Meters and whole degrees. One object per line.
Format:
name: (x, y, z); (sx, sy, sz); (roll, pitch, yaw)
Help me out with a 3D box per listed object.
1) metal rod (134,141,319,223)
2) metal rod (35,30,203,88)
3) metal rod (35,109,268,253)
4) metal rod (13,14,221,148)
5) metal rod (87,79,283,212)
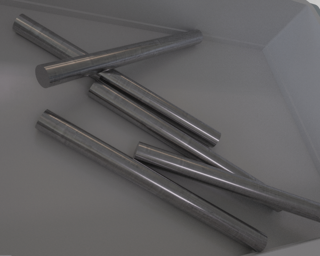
metal rod: (0.112, 0.077, 0.395); (0.302, 0.025, 0.025); (19, 54, -8)
metal rod: (-0.029, -0.106, 0.429); (0.302, 0.025, 0.025); (-29, 78, -45)
metal rod: (-0.002, 0.066, 0.363); (0.301, 0.025, 0.025); (31, 52, -8)
metal rod: (-0.050, -0.058, 0.413); (0.301, 0.025, 0.025); (30, 52, -9)
metal rod: (0.041, 0.027, 0.411); (0.301, 0.025, 0.025); (32, 52, -8)
